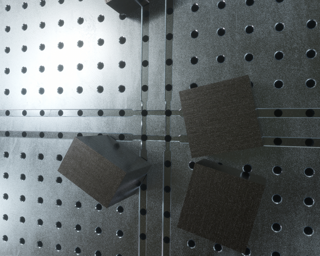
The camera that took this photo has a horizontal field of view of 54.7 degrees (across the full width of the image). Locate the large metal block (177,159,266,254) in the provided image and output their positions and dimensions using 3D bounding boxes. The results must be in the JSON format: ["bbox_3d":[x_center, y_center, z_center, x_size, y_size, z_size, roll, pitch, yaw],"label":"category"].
[{"bbox_3d":[0.075,0.089,0.372,0.080,0.050,0.079,17,96,19],"label":"large metal block"}]

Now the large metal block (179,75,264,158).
[{"bbox_3d":[0.075,-0.012,0.372,0.080,0.050,0.080,-12,86,19],"label":"large metal block"}]

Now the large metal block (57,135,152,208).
[{"bbox_3d":[-0.069,0.052,0.407,0.080,0.080,0.050,32,100,17],"label":"large metal block"}]

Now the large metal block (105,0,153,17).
[{"bbox_3d":[-0.039,-0.211,0.412,0.080,0.050,0.080,-22,83,18],"label":"large metal block"}]
